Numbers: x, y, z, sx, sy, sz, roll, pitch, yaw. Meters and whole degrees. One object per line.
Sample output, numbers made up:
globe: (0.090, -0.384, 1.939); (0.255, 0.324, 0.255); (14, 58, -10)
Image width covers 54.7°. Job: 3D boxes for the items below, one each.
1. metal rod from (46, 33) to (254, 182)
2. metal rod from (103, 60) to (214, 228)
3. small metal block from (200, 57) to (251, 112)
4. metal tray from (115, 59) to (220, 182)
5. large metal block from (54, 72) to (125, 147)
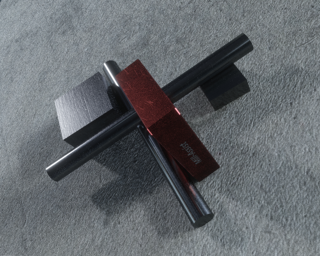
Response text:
metal rod: (-0.017, -0.023, 0.394); (0.300, 0.025, 0.025); (-34, 52, 5)
metal rod: (-0.018, -0.002, 0.415); (0.025, 0.025, 0.300); (-36, 51, 4)
small metal block: (0.079, -0.057, 0.398); (0.050, 0.025, 0.050); (-31, 52, 8)
metal tray: (0.011, -0.004, 0.332); (0.030, 0.130, 0.090); (-37, 51, 4)
large metal block: (-0.099, -0.022, 0.451); (0.080, 0.050, 0.080); (-32, 52, 7)
